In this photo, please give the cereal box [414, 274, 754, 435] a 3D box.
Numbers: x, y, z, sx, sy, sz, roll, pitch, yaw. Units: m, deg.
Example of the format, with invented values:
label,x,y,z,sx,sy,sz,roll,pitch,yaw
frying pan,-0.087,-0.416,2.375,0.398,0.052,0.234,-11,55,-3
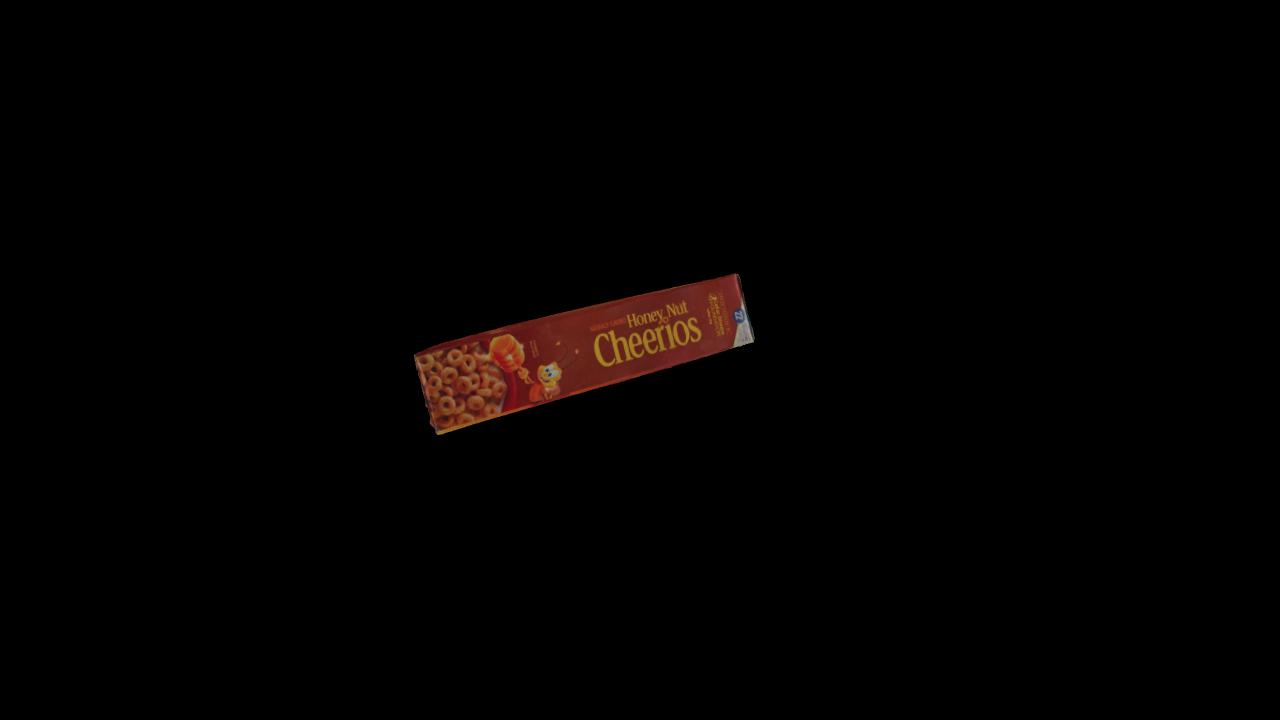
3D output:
label,x,y,z,sx,sy,sz,roll,pitch,yaw
cereal box,-0.064,-0.011,0.633,0.306,0.081,0.203,-15,5,-16
